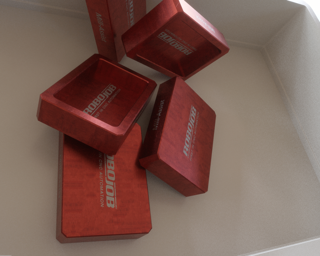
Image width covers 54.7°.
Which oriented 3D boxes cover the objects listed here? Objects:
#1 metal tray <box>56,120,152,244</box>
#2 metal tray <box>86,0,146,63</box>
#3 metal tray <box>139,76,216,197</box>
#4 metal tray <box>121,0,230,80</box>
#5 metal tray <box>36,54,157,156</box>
[{"bbox_3d":[-0.062,0.053,0.338,0.091,0.030,0.130,6,59,-25],"label":"metal tray"},{"bbox_3d":[-0.052,-0.158,0.394,0.030,0.130,0.090,24,66,10],"label":"metal tray"},{"bbox_3d":[0.028,0.009,0.392,0.090,0.030,0.130,40,46,-30],"label":"metal tray"},{"bbox_3d":[0.025,-0.113,0.417,0.131,0.090,0.030,14,52,-52],"label":"metal tray"},{"bbox_3d":[-0.065,-0.034,0.357,0.090,0.030,0.130,26,36,0],"label":"metal tray"}]
